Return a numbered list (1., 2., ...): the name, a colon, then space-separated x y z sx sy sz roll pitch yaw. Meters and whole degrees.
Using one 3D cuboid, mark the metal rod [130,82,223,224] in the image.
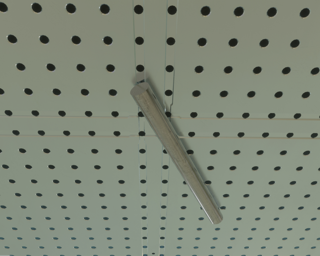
1. metal rod: 0.037 0.056 0.460 0.025 0.025 0.299 -19 128 15
